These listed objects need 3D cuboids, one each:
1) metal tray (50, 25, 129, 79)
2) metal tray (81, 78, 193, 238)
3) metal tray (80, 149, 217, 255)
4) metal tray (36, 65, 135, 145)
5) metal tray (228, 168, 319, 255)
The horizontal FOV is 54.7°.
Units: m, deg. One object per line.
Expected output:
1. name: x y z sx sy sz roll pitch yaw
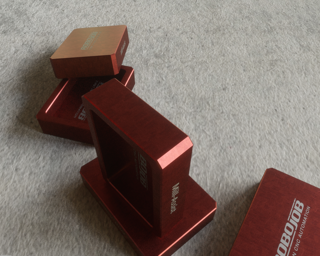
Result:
1. metal tray: -0.101 -0.120 0.473 0.091 0.030 0.130 -3 35 5
2. metal tray: -0.019 0.032 0.269 0.030 0.129 0.090 -36 59 -26
3. metal tray: -0.015 0.071 0.340 0.091 0.030 0.130 -32 57 -24
4. metal tray: -0.098 -0.041 0.433 0.090 0.030 0.130 12 51 9
5. metal tray: 0.127 0.112 0.308 0.090 0.030 0.130 25 54 19
